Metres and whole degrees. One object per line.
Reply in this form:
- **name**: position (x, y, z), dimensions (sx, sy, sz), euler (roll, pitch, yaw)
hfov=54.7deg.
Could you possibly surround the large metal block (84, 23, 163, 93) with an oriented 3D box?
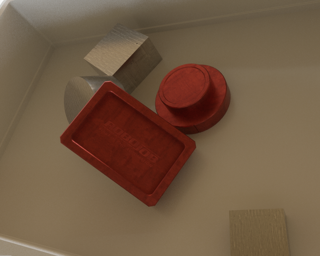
- **large metal block**: position (-0.058, -0.108, 0.485), dimensions (0.080, 0.050, 0.080), euler (-49, 52, -6)

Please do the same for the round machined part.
- **round machined part**: position (0.038, -0.044, 0.401), dimensions (0.098, 0.042, 0.098), euler (-13, 56, 20)

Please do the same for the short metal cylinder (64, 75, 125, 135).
- **short metal cylinder**: position (-0.090, -0.032, 0.429), dimensions (0.080, 0.050, 0.079), euler (11, 107, 43)

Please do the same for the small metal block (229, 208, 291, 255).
- **small metal block**: position (0.094, 0.105, 0.292), dimensions (0.050, 0.025, 0.050), euler (-9, 58, 23)

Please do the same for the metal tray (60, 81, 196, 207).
- **metal tray**: position (-0.036, 0.018, 0.363), dimensions (0.130, 0.030, 0.090), euler (36, 80, 1)
